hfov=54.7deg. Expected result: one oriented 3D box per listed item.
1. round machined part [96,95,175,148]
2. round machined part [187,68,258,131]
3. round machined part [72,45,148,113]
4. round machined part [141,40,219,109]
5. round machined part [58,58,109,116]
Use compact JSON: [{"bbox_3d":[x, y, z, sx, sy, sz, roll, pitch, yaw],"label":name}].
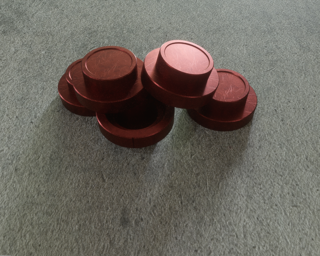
[{"bbox_3d":[-0.031,-0.012,0.403,0.099,0.042,0.098,0,50,0],"label":"round machined part"},{"bbox_3d":[0.086,-0.046,0.432,0.099,0.042,0.098,0,50,0],"label":"round machined part"},{"bbox_3d":[-0.062,-0.068,0.395,0.099,0.042,0.098,0,50,0],"label":"round machined part"},{"bbox_3d":[0.028,-0.073,0.388,0.099,0.042,0.098,9,48,-10],"label":"round machined part"},{"bbox_3d":[-0.098,-0.066,0.447,0.099,0.042,0.098,0,50,0],"label":"round machined part"}]
